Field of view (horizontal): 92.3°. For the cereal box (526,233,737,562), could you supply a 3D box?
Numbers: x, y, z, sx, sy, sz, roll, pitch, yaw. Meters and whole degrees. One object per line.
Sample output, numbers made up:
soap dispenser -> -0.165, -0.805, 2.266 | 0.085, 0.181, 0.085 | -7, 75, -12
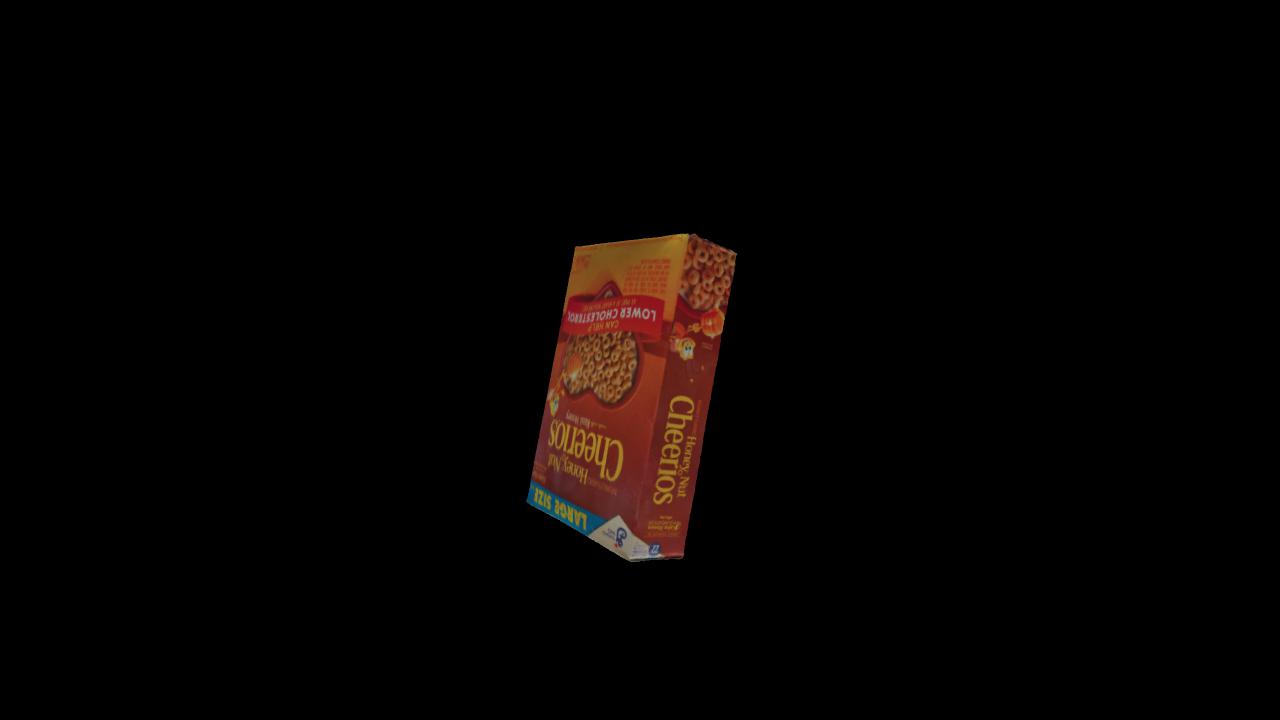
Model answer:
cereal box -> -0.018, 0.030, 0.646 | 0.081, 0.306, 0.203 | 13, -2, -37
